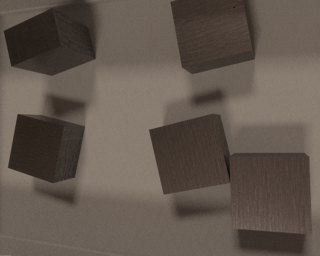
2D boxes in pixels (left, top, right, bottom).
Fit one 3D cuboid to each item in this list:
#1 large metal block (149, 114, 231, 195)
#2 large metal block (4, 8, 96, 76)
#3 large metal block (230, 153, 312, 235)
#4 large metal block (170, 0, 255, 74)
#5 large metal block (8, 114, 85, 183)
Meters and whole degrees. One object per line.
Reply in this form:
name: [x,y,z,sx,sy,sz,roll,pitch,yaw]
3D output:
large metal block: [0.041,0.031,0.382,0.080,0.050,0.080,-14,85,19]
large metal block: [-0.151,-0.115,0.433,0.080,0.080,0.050,-16,85,19]
large metal block: [0.125,0.070,0.353,0.080,0.050,0.079,-2,89,19]
large metal block: [0.065,-0.117,0.374,0.080,0.050,0.080,-11,87,19]
large metal block: [-0.165,0.027,0.454,0.080,0.050,0.079,14,95,19]
